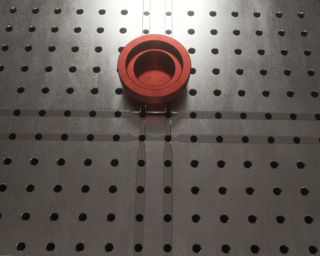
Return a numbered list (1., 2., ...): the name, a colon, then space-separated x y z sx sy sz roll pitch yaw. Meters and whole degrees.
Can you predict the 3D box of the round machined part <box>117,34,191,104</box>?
1. round machined part: -0.007 -0.078 0.431 0.099 0.042 0.098 0 70 -1
